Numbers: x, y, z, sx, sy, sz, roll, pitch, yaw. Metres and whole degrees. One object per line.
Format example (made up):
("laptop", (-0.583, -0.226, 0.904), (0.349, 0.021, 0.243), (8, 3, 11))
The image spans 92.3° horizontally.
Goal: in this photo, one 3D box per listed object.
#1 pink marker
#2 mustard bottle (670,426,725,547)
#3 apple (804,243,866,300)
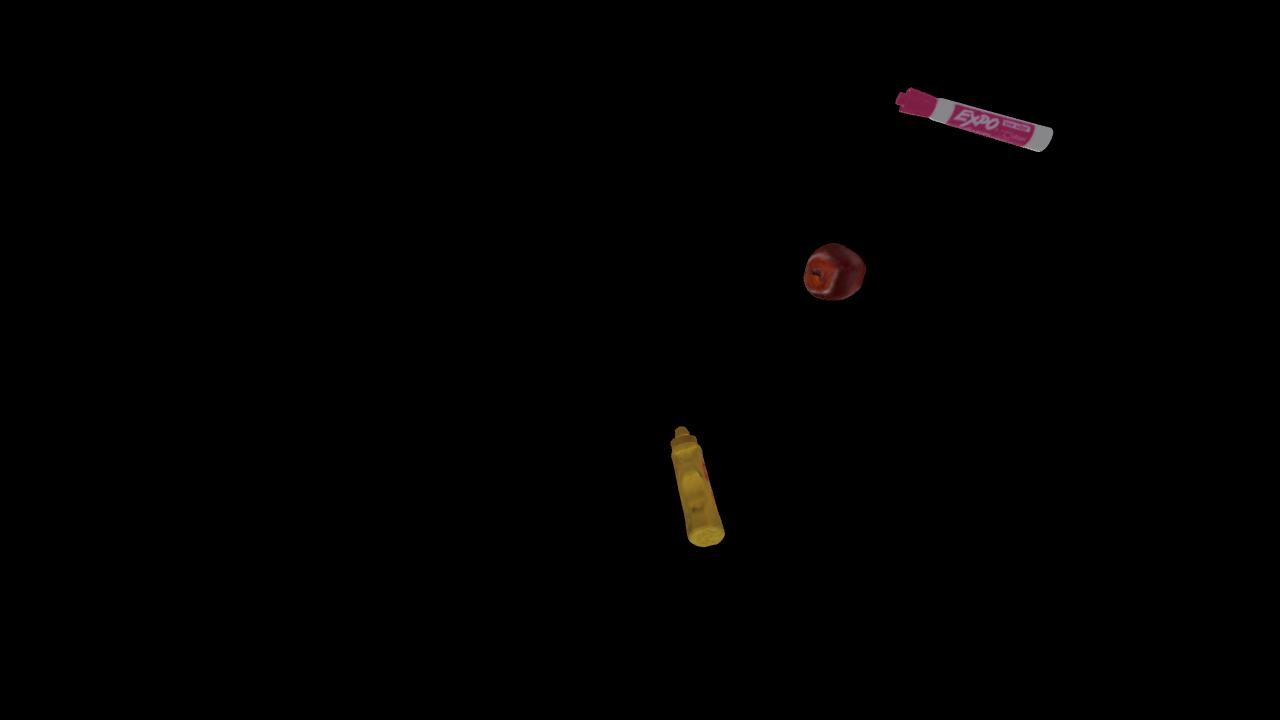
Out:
("pink marker", (0.261, -0.190, 0.484), (0.121, 0.020, 0.020), (16, 0, 0))
("mustard bottle", (0.081, 0.184, 0.939), (0.054, 0.184, 0.092), (-20, -34, 11))
("apple", (0.269, -0.121, 0.849), (0.093, 0.079, 0.079), (-8, 5, -35))
